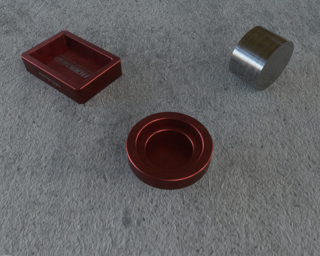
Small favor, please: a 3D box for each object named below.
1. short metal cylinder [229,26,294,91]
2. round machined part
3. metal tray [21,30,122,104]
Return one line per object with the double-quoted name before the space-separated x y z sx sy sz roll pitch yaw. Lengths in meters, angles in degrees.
"short metal cylinder" 0.148 -0.101 0.454 0.080 0.080 0.050 -33 58 -25
"round machined part" 0.011 0.030 0.367 0.099 0.042 0.098 0 50 0
"metal tray" -0.136 -0.099 0.481 0.130 0.030 0.090 31 56 23
